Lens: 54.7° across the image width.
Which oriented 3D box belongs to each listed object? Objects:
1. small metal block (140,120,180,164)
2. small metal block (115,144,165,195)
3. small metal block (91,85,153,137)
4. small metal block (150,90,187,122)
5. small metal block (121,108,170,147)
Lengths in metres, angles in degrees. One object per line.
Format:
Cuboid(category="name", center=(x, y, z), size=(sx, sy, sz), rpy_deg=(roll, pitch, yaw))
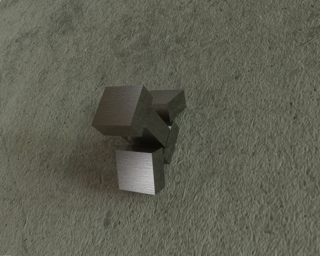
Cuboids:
Cuboid(category="small metal block", center=(-0.007, 0.017, 0.398), size=(0.050, 0.025, 0.050), rpy_deg=(3, 63, 29))
Cuboid(category="small metal block", center=(-0.023, 0.049, 0.370), size=(0.050, 0.025, 0.050), rpy_deg=(2, 103, 29))
Cuboid(category="small metal block", center=(-0.041, -0.019, 0.341), size=(0.050, 0.025, 0.050), rpy_deg=(1, 62, 28))
Cuboid(category="small metal block", center=(0.000, -0.030, 0.407), size=(0.050, 0.025, 0.050), rpy_deg=(3, 27, 29))
Cuboid(category="small metal block", center=(-0.023, -0.001, 0.368), size=(0.050, 0.050, 0.025), rpy_deg=(3, 63, 29))
